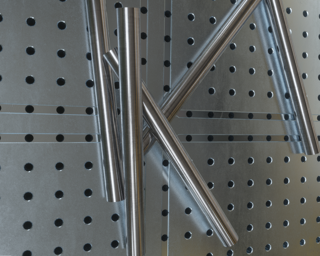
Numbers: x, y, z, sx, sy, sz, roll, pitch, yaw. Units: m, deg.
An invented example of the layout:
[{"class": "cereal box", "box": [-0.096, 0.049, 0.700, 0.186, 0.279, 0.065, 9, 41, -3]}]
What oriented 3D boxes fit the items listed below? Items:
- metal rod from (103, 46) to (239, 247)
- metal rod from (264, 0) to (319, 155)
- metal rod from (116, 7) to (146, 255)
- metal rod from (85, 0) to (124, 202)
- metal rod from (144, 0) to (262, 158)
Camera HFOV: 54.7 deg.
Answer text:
[{"class": "metal rod", "box": [0.021, 0.033, 0.395, 0.025, 0.025, 0.299, -36, 104, -17]}, {"class": "metal rod", "box": [0.205, -0.101, 0.490, 0.025, 0.025, 0.298, -20, 97, -19]}, {"class": "metal rod", "box": [-0.032, 0.019, 0.363, 0.025, 0.025, 0.298, -6, 107, -20]}, {"class": "metal rod", "box": [-0.070, -0.058, 0.387, 0.025, 0.025, 0.298, -6, 92, -20]}, {"class": "metal rod", "box": [0.056, -0.083, 0.434, 0.025, 0.025, 0.300, 41, 77, -16]}]
